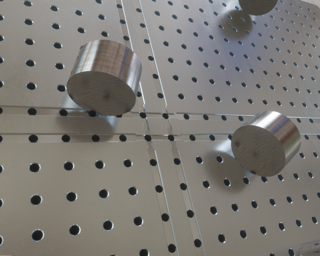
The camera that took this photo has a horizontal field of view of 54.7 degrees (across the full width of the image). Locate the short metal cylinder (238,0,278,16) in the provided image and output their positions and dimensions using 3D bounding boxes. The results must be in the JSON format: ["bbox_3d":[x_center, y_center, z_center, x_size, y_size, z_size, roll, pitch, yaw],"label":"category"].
[{"bbox_3d":[0.213,-0.291,0.665,0.080,0.080,0.050,29,52,-10],"label":"short metal cylinder"}]

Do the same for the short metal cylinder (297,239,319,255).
[{"bbox_3d":[0.228,0.184,0.402,0.081,0.050,0.080,14,56,-21],"label":"short metal cylinder"}]

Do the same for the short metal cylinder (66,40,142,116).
[{"bbox_3d":[-0.065,-0.058,0.373,0.081,0.080,0.050,19,54,-17],"label":"short metal cylinder"}]

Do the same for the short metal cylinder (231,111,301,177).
[{"bbox_3d":[0.149,0.022,0.440,0.050,0.080,0.080,-32,80,-38],"label":"short metal cylinder"}]
